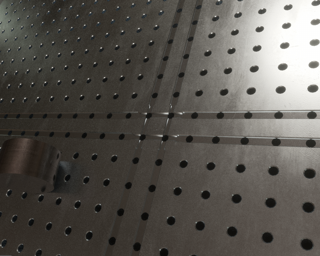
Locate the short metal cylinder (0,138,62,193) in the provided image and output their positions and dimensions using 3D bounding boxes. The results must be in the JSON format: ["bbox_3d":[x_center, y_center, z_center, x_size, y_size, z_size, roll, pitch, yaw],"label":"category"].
[{"bbox_3d":[-0.185,0.055,0.434,0.080,0.080,0.050,-11,57,22],"label":"short metal cylinder"}]
